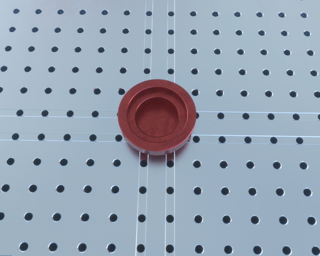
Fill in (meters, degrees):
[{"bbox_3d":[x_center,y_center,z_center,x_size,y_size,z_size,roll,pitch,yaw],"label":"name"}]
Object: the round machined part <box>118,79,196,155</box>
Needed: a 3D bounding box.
[{"bbox_3d":[-0.004,-0.011,0.406,0.099,0.042,0.098,0,70,0],"label":"round machined part"}]
